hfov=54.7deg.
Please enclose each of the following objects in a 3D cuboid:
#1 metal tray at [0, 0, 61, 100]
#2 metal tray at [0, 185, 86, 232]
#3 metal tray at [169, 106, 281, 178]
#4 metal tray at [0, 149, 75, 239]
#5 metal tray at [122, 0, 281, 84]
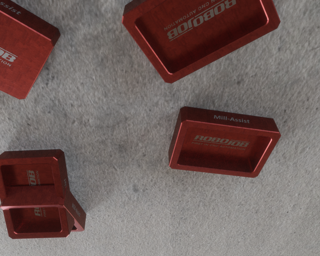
[{"bbox_3d":[-0.184,-0.096,0.320,0.131,0.030,0.090,28,124,-23],"label":"metal tray"},{"bbox_3d":[-0.178,0.132,0.492,0.091,0.030,0.129,-2,145,1],"label":"metal tray"},{"bbox_3d":[0.084,0.022,0.423,0.131,0.030,0.089,7,130,-7],"label":"metal tray"},{"bbox_3d":[-0.181,0.098,0.452,0.091,0.030,0.129,-2,107,1],"label":"metal tray"},{"bbox_3d":[0.040,-0.111,0.309,0.130,0.030,0.090,-26,126,19],"label":"metal tray"}]
